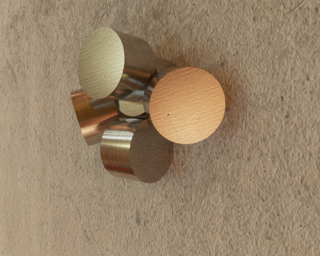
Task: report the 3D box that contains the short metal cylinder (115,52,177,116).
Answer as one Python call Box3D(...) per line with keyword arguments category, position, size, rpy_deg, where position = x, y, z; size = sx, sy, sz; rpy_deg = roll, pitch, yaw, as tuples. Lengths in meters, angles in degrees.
Box3D(category="short metal cylinder", position=(-0.017, -0.054, 0.402), size=(0.080, 0.050, 0.079), rpy_deg=(0, 90, 39))

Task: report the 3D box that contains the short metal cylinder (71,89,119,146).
Box3D(category="short metal cylinder", position=(-0.087, -0.020, 0.433), size=(0.080, 0.050, 0.080), rpy_deg=(163, 89, -81))

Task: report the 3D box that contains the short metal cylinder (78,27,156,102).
Box3D(category="short metal cylinder", position=(-0.052, -0.072, 0.365), size=(0.080, 0.050, 0.079), rpy_deg=(0, 90, 39))

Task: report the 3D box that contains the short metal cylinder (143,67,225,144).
Box3D(category="short metal cylinder", position=(0.024, -0.027, 0.341), size=(0.050, 0.081, 0.079), rpy_deg=(-132, 53, -74))

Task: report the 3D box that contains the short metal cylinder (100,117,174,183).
Box3D(category="short metal cylinder", position=(-0.027, 0.026, 0.390), size=(0.050, 0.081, 0.079), rpy_deg=(2, 92, 40))
